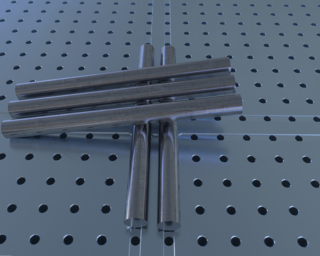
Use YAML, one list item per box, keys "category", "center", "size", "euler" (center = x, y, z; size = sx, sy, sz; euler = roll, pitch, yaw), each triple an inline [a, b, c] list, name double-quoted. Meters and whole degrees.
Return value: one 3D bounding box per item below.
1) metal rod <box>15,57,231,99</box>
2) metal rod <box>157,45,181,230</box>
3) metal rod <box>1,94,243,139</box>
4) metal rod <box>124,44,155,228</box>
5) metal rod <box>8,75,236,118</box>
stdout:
- category: "metal rod"
  center: [-0.054, -0.069, 0.438]
  size: [0.302, 0.025, 0.025]
  euler: [-6, 50, 4]
- category: "metal rod"
  center: [0.011, -0.013, 0.419]
  size: [0.025, 0.025, 0.300]
  euler: [1, 50, 0]
- category: "metal rod"
  center: [-0.051, -0.014, 0.391]
  size: [0.302, 0.025, 0.025]
  euler: [-6, 50, 5]
- category: "metal rod"
  center: [-0.023, -0.015, 0.420]
  size: [0.025, 0.025, 0.300]
  euler: [1, 50, 0]
- category: "metal rod"
  center: [-0.053, -0.041, 0.415]
  size: [0.302, 0.025, 0.025]
  euler: [-6, 50, 5]
